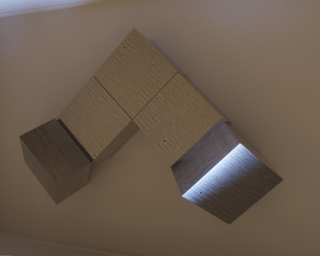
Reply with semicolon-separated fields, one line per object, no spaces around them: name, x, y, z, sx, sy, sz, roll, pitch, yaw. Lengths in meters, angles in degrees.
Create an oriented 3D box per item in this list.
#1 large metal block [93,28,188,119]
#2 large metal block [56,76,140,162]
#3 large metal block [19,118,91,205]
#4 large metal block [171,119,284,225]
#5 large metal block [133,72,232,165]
large metal block;-0.024;-0.067;0.404;0.080;0.050;0.080;-46;76;14
large metal block;-0.079;-0.012;0.423;0.080;0.050;0.080;-46;76;14
large metal block;-0.142;0.047;0.423;0.080;0.050;0.080;48;147;13
large metal block;0.073;0.050;0.347;0.080;0.050;0.080;36;106;-29
large metal block;0.028;-0.009;0.385;0.080;0.050;0.080;-46;76;14
